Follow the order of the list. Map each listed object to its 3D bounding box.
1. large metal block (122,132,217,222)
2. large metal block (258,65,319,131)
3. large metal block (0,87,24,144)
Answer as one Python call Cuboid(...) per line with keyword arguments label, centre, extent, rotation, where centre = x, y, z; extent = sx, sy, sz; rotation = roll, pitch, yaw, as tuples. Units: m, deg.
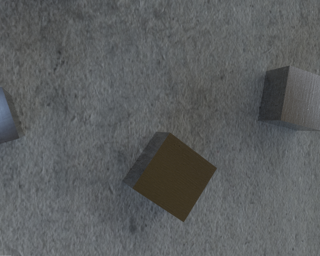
Cuboid(label="large metal block", centre=(0.012, 0.061, 0.401), extent=(0.080, 0.050, 0.080), rotation=(37, 78, -17))
Cuboid(label="large metal block", centre=(0.205, -0.042, 0.473), extent=(0.081, 0.050, 0.080), rotation=(12, 86, -20))
Cuboid(label="large metal block", centre=(-0.188, -0.003, 0.310), extent=(0.081, 0.080, 0.050), rotation=(-18, 97, -19))
